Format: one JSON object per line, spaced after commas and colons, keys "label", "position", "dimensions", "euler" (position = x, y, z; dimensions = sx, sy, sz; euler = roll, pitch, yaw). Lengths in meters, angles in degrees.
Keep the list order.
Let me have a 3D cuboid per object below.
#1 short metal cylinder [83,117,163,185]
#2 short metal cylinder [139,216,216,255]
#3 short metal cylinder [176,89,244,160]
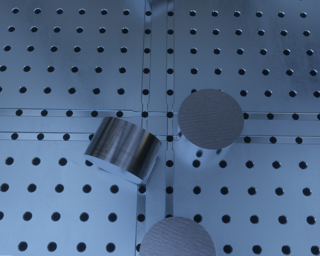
{"label": "short metal cylinder", "position": [-0.044, 0.028, 0.372], "dimensions": [0.080, 0.080, 0.050], "euler": [22, 72, 8]}
{"label": "short metal cylinder", "position": [0.018, 0.142, 0.346], "dimensions": [0.081, 0.050, 0.080], "euler": [0, 71, 0]}
{"label": "short metal cylinder", "position": [0.062, -0.004, 0.400], "dimensions": [0.081, 0.050, 0.080], "euler": [0, 70, 0]}
